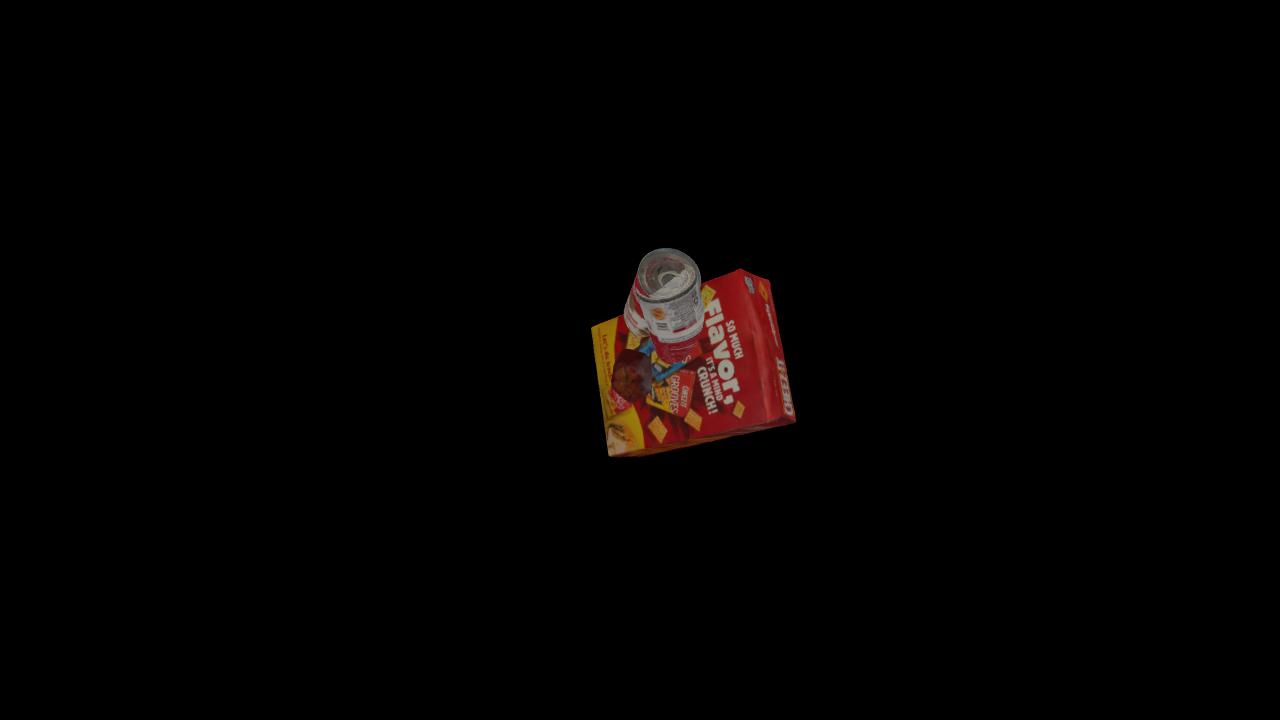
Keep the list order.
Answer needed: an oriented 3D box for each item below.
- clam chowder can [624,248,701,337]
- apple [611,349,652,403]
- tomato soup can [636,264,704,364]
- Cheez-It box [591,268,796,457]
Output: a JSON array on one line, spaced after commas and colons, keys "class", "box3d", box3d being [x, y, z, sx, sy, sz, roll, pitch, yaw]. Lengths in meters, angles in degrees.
[{"class": "clam chowder can", "box3d": [0.022, -0.069, 0.680, 0.068, 0.068, 0.102, 0, -21, -11]}, {"class": "apple", "box3d": [0.006, 0.017, 0.728, 0.079, 0.079, 0.093, 0, 8, 34]}, {"class": "tomato soup can", "box3d": [0.039, -0.046, 0.666, 0.068, 0.101, 0.068, -12, 40, 10]}, {"class": "Cheez-It box", "box3d": [0.052, 0.012, 0.701, 0.223, 0.166, 0.071, -19, -17, 37]}]
